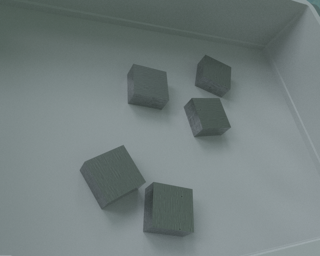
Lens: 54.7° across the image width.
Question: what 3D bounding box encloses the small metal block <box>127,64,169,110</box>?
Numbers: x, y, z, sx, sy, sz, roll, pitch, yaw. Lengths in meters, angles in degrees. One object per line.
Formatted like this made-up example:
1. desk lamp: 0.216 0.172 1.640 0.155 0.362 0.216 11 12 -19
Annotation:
1. small metal block: -0.017 -0.057 0.431 0.050 0.025 0.050 9 58 -23

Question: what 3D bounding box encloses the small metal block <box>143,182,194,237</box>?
1. small metal block: 0.010 0.093 0.354 0.050 0.025 0.050 15 56 -20

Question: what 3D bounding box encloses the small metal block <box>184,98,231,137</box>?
1. small metal block: 0.069 -0.016 0.452 0.050 0.025 0.050 -2 63 -29

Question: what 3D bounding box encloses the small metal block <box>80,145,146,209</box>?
1. small metal block: -0.052 0.054 0.345 0.050 0.025 0.050 -23 74 -36

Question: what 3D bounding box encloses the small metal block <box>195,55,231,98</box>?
1. small metal block: 0.087 -0.084 0.504 0.050 0.025 0.050 22 54 -15
